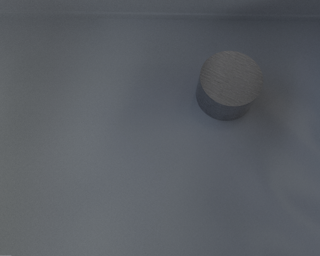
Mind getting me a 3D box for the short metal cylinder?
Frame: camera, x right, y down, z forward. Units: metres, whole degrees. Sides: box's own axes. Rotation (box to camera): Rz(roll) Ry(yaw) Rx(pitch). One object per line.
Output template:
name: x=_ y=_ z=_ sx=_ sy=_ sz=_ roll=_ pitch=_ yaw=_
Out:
short metal cylinder: x=0.091 y=-0.056 z=0.417 sx=0.080 sy=0.050 sz=0.080 roll=0 pitch=70 yaw=0
